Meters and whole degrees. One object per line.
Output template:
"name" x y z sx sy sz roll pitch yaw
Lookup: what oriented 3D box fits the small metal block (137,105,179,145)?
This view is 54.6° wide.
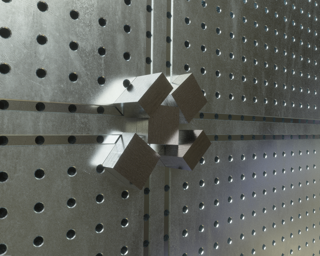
"small metal block" -0.002 -0.004 0.405 0.050 0.025 0.050 4 86 -39

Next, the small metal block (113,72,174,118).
"small metal block" -0.020 -0.039 0.374 0.025 0.050 0.050 52 60 -28

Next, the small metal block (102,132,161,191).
"small metal block" -0.034 0.040 0.379 0.050 0.025 0.050 46 62 -31

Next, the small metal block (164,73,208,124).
"small metal block" 0.034 -0.041 0.436 0.050 0.025 0.050 -47 118 -29

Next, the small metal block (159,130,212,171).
"small metal block" 0.033 0.029 0.419 0.050 0.050 0.025 -50 119 -28
